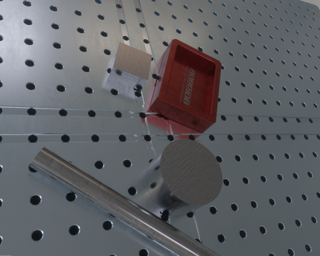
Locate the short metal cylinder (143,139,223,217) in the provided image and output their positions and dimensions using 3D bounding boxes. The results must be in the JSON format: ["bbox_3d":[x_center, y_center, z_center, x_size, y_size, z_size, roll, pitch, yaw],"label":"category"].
[{"bbox_3d":[0.026,0.060,0.370,0.081,0.050,0.080,13,56,-21],"label":"short metal cylinder"}]

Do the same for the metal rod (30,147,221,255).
[{"bbox_3d":[-0.002,0.112,0.338,0.301,0.025,0.025,33,51,-7],"label":"metal rod"}]

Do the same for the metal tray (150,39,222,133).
[{"bbox_3d":[0.043,-0.067,0.468,0.090,0.030,0.130,23,53,-14],"label":"metal tray"}]

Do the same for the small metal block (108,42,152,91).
[{"bbox_3d":[-0.042,-0.087,0.439,0.050,0.025,0.050,19,54,-18],"label":"small metal block"}]
